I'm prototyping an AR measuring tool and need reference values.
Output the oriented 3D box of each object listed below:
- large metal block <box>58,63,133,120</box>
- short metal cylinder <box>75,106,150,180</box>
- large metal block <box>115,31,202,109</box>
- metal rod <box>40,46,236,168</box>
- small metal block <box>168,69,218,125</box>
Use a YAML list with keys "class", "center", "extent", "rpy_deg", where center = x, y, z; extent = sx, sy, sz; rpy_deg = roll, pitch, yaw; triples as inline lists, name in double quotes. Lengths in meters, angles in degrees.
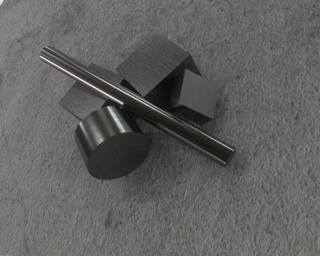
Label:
- class: "large metal block"
  center: [-0.089, -0.041, 0.461]
  extent: [0.080, 0.050, 0.080]
  rpy_deg: [28, 77, 37]
- class: "short metal cylinder"
  center: [-0.060, 0.019, 0.389]
  extent: [0.080, 0.080, 0.050]
  rpy_deg: [-38, 51, 3]
- class: "large metal block"
  center: [-0.002, -0.076, 0.434]
  extent: [0.080, 0.050, 0.080]
  rpy_deg: [-43, 51, -2]
- class: "metal rod"
  center: [-0.043, -0.037, 0.398]
  extent: [0.300, 0.025, 0.025]
  rpy_deg: [30, 78, 21]
- class: "small metal block"
  center: [0.042, -0.038, 0.388]
  extent: [0.025, 0.050, 0.050]
  rpy_deg: [-32, 40, 56]
